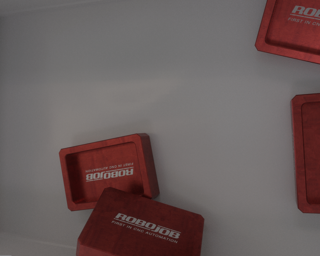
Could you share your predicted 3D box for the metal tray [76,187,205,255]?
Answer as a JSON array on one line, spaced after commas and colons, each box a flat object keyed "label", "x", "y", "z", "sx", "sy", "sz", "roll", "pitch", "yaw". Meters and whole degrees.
[{"label": "metal tray", "x": -0.018, "y": 0.126, "z": 0.361, "sx": 0.131, "sy": 0.090, "sz": 0.030, "roll": 17, "pitch": 123, "yaw": 3}]

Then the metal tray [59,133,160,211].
[{"label": "metal tray", "x": -0.073, "y": 0.062, "z": 0.433, "sx": 0.130, "sy": 0.030, "sz": 0.090, "roll": -12, "pitch": 86, "yaw": 19}]

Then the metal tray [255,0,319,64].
[{"label": "metal tray", "x": 0.179, "y": -0.115, "z": 0.328, "sx": 0.130, "sy": 0.030, "sz": 0.089, "roll": 18, "pitch": 117, "yaw": 18}]

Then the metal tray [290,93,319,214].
[{"label": "metal tray", "x": 0.195, "y": 0.026, "z": 0.338, "sx": 0.090, "sy": 0.030, "sz": 0.129, "roll": -3, "pitch": 89, "yaw": 20}]
